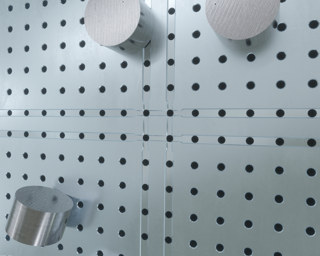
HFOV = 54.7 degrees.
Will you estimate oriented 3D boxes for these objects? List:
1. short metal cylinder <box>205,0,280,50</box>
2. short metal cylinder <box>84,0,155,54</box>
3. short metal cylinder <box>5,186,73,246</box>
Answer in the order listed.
[{"bbox_3d":[0.098,-0.137,0.365,0.080,0.050,0.079,0,90,20],"label":"short metal cylinder"},{"bbox_3d":[-0.053,-0.145,0.418,0.080,0.050,0.079,0,90,20],"label":"short metal cylinder"},{"bbox_3d":[-0.172,0.124,0.444,0.080,0.080,0.050,22,98,18],"label":"short metal cylinder"}]
